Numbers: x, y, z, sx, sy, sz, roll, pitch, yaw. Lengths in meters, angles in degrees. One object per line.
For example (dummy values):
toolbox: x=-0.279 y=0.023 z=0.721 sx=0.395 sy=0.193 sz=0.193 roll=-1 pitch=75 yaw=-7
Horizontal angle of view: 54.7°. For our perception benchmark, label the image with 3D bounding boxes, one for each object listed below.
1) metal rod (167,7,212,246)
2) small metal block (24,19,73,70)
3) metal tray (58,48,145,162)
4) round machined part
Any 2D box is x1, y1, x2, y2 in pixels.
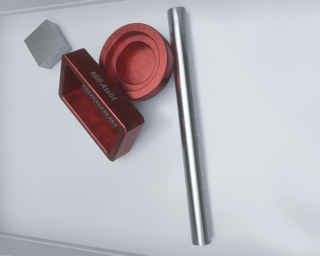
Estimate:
metal rod: x=0.037 y=-0.004 z=0.396 sx=0.025 sy=0.025 sz=0.298 roll=-7 pitch=88 yaw=19
small metal block: x=-0.169 y=-0.126 z=0.468 sx=0.050 sy=0.025 sz=0.050 roll=-36 pitch=79 yaw=16
metal tray: x=-0.082 y=-0.029 z=0.408 sx=0.130 sy=0.030 sz=0.089 roll=49 pitch=145 yaw=13
round machined part: x=-0.027 y=-0.083 z=0.408 sx=0.098 sy=0.042 sz=0.097 roll=-1 pitch=88 yaw=23
